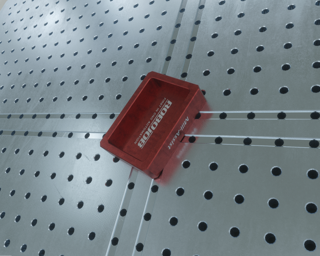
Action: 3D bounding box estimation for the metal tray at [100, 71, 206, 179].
[{"bbox_3d":[-0.010,-0.009,0.416,0.090,0.030,0.130,24,75,36],"label":"metal tray"}]
